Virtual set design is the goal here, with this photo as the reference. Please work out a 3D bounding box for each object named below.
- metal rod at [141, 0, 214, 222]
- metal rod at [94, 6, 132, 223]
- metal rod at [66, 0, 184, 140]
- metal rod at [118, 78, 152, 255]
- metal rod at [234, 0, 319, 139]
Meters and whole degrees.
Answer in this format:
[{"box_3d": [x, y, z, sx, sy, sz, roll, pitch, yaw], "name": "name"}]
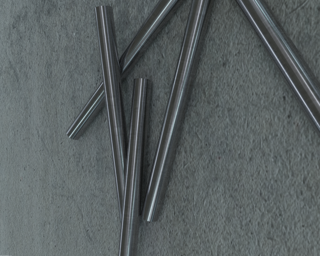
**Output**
[{"box_3d": [0.020, -0.023, 0.388, 0.025, 0.025, 0.298, 22, 104, 38], "name": "metal rod"}, {"box_3d": [-0.061, -0.015, 0.432, 0.025, 0.025, 0.298, -3, 95, 40], "name": "metal rod"}, {"box_3d": [-0.058, -0.084, 0.453, 0.299, 0.025, 0.025, -47, 62, 30], "name": "metal rod"}, {"box_3d": [-0.036, 0.083, 0.417, 0.025, 0.025, 0.298, 3, 86, 40], "name": "metal rod"}, {"box_3d": [0.123, -0.070, 0.303, 0.025, 0.025, 0.299, -37, 68, 34], "name": "metal rod"}]
